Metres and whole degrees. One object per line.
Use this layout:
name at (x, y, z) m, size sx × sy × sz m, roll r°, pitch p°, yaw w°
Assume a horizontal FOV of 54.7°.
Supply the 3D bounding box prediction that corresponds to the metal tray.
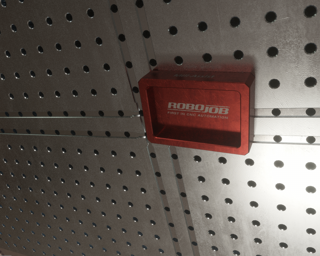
metal tray at (0.043, -0.020, 0.371) m, size 0.130 × 0.030 × 0.089 m, roll 6°, pitch 121°, yaw 24°
